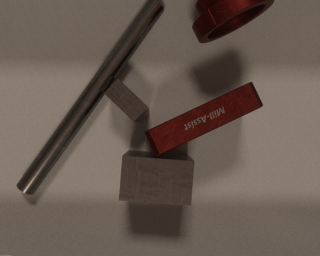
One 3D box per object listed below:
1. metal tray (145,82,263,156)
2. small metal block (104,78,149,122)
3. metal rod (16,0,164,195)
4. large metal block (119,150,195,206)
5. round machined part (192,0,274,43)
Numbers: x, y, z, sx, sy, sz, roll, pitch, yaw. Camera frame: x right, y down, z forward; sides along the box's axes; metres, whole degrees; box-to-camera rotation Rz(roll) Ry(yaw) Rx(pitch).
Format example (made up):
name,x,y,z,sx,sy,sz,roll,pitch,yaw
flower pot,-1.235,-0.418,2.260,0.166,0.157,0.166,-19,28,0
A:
name,x,y,z,sx,sy,sz,roll,pitch,yaw
metal tray,0.048,-0.010,0.379,0.131,0.090,0.030,-25,90,0
small metal block,-0.041,-0.034,0.398,0.050,0.050,0.025,44,90,-1
metal rod,-0.091,-0.041,0.410,0.025,0.025,0.299,35,90,-1
large metal block,-0.004,0.058,0.384,0.081,0.080,0.050,4,90,-1
round machined part,0.083,-0.147,0.376,0.098,0.098,0.042,-26,90,0
